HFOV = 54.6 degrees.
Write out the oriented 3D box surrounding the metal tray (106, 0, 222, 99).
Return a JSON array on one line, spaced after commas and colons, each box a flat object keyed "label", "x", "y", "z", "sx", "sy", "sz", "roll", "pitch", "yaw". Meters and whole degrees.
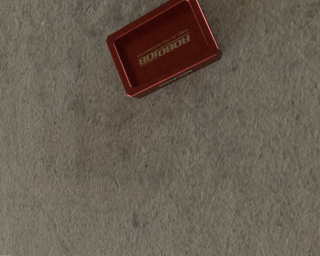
[{"label": "metal tray", "x": 0.003, "y": -0.105, "z": 0.405, "sx": 0.130, "sy": 0.030, "sz": 0.090, "roll": -24, "pitch": 82, "yaw": 18}]
